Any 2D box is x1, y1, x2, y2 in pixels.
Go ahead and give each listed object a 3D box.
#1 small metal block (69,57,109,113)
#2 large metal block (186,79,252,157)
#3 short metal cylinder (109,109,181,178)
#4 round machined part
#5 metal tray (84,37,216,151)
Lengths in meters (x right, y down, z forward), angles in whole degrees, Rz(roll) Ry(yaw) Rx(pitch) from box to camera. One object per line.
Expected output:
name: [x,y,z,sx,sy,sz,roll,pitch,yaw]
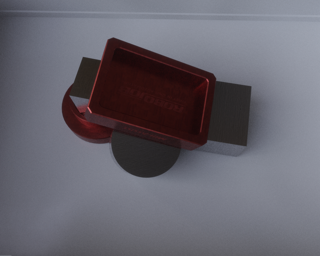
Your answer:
small metal block: [-0.081,-0.047,0.366,0.025,0.050,0.050,12,71,4]
large metal block: [0.068,-0.013,0.399,0.080,0.050,0.080,9,70,3]
short metal cylinder: [-0.020,0.019,0.375,0.081,0.050,0.080,1,83,-12]
round machined part: [-0.081,-0.032,0.409,0.099,0.042,0.098,0,70,-1]
metal tray: [-0.007,-0.035,0.343,0.131,0.030,0.090,17,70,-15]
